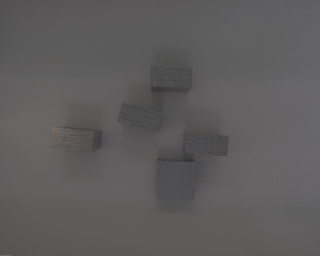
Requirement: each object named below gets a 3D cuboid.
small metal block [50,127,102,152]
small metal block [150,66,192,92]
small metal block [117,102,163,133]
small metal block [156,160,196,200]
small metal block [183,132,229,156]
[{"bbox_3d":[-0.106,0.014,0.398,0.050,0.050,0.025,6,90,0],"label":"small metal block"},{"bbox_3d":[0.014,-0.062,0.399,0.050,0.050,0.025,1,90,0],"label":"small metal block"},{"bbox_3d":[-0.024,-0.013,0.399,0.050,0.050,0.025,15,90,0],"label":"small metal block"},{"bbox_3d":[0.020,0.068,0.411,0.050,0.025,0.050,2,90,0],"label":"small metal block"},{"bbox_3d":[0.057,0.020,0.399,0.050,0.050,0.025,5,90,0],"label":"small metal block"}]
